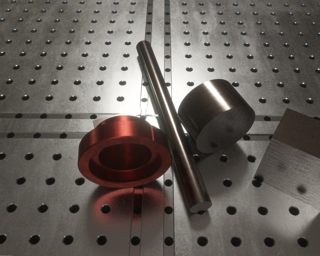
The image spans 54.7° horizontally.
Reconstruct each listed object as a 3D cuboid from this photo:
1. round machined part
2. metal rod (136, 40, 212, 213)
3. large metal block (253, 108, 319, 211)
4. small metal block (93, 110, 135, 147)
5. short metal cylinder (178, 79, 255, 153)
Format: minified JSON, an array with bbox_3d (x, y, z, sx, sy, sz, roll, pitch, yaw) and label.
[{"bbox_3d":[-0.038,0.023,0.340,0.099,0.097,0.042,-5,51,-5],"label":"round machined part"},{"bbox_3d":[0.008,-0.026,0.429,0.025,0.025,0.300,-11,51,-9],"label":"metal rod"},{"bbox_3d":[0.160,0.036,0.344,0.080,0.080,0.050,26,55,20],"label":"large metal block"},{"bbox_3d":[-0.052,0.010,0.383,0.050,0.050,0.025,-16,52,-13],"label":"small metal block"},{"bbox_3d":[0.069,-0.014,0.384,0.081,0.080,0.050,-18,53,-15],"label":"short metal cylinder"}]
